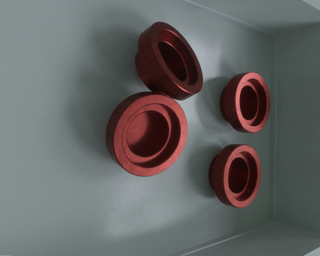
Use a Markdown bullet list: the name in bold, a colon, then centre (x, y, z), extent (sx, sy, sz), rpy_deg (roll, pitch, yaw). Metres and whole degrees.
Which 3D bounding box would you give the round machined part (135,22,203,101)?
- **round machined part**: centre (0.007, -0.078, 0.386), extent (0.098, 0.042, 0.098), rpy_deg (31, 45, -37)

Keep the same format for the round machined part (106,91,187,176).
- **round machined part**: centre (-0.019, 0.005, 0.369), extent (0.099, 0.042, 0.097), rpy_deg (-10, 108, -31)

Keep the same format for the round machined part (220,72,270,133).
- **round machined part**: centre (0.136, -0.041, 0.509), extent (0.099, 0.042, 0.097), rpy_deg (0, 90, -40)

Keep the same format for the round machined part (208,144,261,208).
- **round machined part**: centre (0.115, 0.074, 0.492), extent (0.099, 0.042, 0.097), rpy_deg (0, 90, -40)
